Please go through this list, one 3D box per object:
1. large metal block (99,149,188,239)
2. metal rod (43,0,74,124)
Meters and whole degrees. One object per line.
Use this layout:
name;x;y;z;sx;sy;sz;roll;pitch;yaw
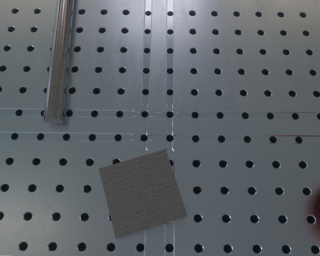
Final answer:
large metal block;-0.020;0.080;0.369;0.081;0.050;0.080;-16;71;-6
metal rod;-0.146;-0.150;0.465;0.025;0.025;0.299;-1;70;-1
